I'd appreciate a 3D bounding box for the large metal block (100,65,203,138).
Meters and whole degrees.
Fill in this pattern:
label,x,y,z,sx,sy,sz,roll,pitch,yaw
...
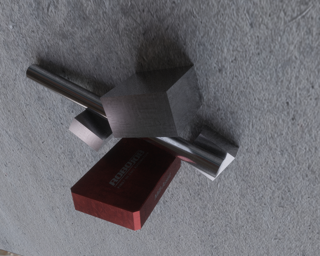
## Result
label,x,y,z,sx,sy,sz,roll,pitch,yaw
large metal block,-0.006,-0.031,0.354,0.080,0.080,0.050,-2,118,29

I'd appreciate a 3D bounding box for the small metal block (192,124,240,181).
label,x,y,z,sx,sy,sz,roll,pitch,yaw
small metal block,0.063,0.031,0.394,0.050,0.025,0.050,36,129,4

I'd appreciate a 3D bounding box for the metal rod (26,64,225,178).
label,x,y,z,sx,sy,sz,roll,pitch,yaw
metal rod,-0.058,-0.017,0.409,0.301,0.025,0.025,27,128,17

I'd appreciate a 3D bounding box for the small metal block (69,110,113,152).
label,x,y,z,sx,sy,sz,roll,pitch,yaw
small metal block,-0.089,-0.002,0.435,0.050,0.050,0.025,38,129,2

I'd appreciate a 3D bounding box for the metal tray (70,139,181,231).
label,x,y,z,sx,sy,sz,roll,pitch,yaw
metal tray,-0.037,0.062,0.397,0.090,0.131,0.030,12,123,21
